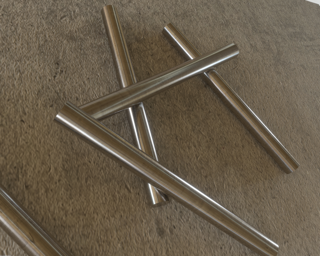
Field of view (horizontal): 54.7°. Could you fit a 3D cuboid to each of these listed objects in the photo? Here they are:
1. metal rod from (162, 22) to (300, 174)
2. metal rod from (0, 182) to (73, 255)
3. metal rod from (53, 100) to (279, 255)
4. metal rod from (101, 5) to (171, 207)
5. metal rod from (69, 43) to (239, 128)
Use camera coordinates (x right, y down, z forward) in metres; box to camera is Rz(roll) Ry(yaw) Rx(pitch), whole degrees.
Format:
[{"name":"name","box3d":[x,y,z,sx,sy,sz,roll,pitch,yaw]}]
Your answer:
[{"name":"metal rod","box3d":[0.108,-0.051,0.492,0.025,0.025,0.300,-34,81,-38]},{"name":"metal rod","box3d":[-0.146,0.069,0.282,0.300,0.025,0.025,44,51,2]},{"name":"metal rod","box3d":[0.020,0.068,0.342,0.301,0.025,0.025,36,51,-16]},{"name":"metal rod","box3d":[-0.038,-0.045,0.410,0.025,0.025,0.299,-2,63,-29]},{"name":"metal rod","box3d":[0.015,-0.068,0.419,0.302,0.025,0.025,-30,78,-38]}]
